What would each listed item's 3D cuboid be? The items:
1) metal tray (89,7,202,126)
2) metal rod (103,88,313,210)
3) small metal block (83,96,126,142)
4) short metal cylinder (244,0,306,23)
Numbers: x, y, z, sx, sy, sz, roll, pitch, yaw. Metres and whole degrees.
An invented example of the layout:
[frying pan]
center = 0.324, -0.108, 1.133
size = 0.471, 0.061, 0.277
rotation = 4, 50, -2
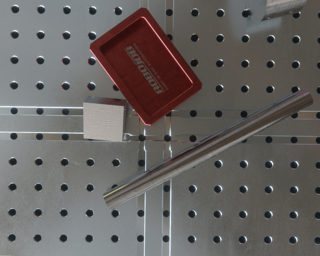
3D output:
[metal tray]
center = -0.018, -0.079, 0.410
size = 0.090, 0.030, 0.130
rotation = -36, 90, -1
[metal rod]
center = 0.064, 0.028, 0.414
size = 0.301, 0.025, 0.025
rotation = -28, 90, -1
[small metal block]
center = -0.071, -0.012, 0.403
size = 0.050, 0.025, 0.050
rotation = 5, 114, 0
[short metal cylinder]
center = 0.141, -0.179, 0.388
size = 0.050, 0.080, 0.080
rotation = -14, 90, 0
